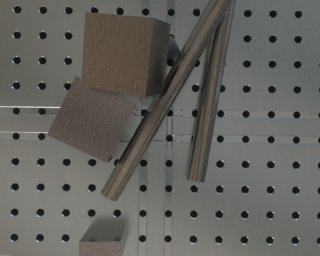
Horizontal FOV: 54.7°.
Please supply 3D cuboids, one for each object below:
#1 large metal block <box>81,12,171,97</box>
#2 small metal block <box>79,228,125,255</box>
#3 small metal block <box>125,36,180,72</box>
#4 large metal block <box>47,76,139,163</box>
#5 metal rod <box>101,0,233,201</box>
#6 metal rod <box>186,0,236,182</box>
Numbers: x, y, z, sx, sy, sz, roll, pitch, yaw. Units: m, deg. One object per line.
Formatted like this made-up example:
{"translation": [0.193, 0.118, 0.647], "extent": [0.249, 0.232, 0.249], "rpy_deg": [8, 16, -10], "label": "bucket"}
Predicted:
{"translation": [-0.039, -0.083, 0.352], "extent": [0.080, 0.050, 0.079], "rpy_deg": [12, 105, 19], "label": "large metal block"}
{"translation": [-0.073, 0.150, 0.400], "extent": [0.050, 0.050, 0.025], "rpy_deg": [-1, 90, 0], "label": "small metal block"}
{"translation": [-0.007, -0.094, 0.393], "extent": [0.050, 0.050, 0.025], "rpy_deg": [-26, 90, 24], "label": "small metal block"}
{"translation": [-0.083, -0.010, 0.400], "extent": [0.080, 0.050, 0.080], "rpy_deg": [26, 90, 0], "label": "large metal block"}
{"translation": [0.007, -0.039, 0.400], "extent": [0.025, 0.025, 0.299], "rpy_deg": [30, 95, 0], "label": "metal rod"}
{"translation": [0.073, -0.077, 0.413], "extent": [0.025, 0.025, 0.298], "rpy_deg": [10, 90, 0], "label": "metal rod"}
